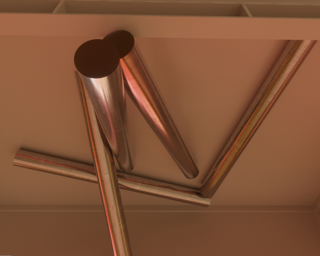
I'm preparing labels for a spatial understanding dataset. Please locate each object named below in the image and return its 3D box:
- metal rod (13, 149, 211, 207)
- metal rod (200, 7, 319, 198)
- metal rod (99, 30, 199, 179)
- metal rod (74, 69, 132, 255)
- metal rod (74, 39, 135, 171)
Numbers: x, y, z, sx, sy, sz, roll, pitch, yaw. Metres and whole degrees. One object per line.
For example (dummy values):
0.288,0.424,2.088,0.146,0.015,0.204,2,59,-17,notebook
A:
-0.063,0.080,0.476,0.302,0.025,0.025,15,128,-13,metal rod
0.119,-0.007,0.404,0.025,0.025,0.298,13,129,-11,metal rod
0.009,0.005,0.336,0.025,0.025,0.300,-13,154,10,metal rod
-0.065,0.074,0.396,0.025,0.025,0.298,-7,107,5,metal rod
-0.042,0.007,0.314,0.025,0.025,0.299,2,162,-2,metal rod
